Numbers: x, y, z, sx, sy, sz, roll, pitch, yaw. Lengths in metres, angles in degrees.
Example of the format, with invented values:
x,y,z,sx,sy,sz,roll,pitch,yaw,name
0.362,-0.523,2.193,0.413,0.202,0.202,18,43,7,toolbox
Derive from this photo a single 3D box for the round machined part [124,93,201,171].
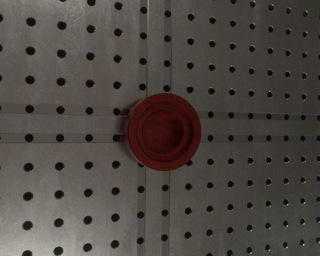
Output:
x,y,z,sx,sy,sz,roll,pitch,yaw,name
0.001,0.005,0.405,0.099,0.042,0.097,0,90,-21,round machined part
